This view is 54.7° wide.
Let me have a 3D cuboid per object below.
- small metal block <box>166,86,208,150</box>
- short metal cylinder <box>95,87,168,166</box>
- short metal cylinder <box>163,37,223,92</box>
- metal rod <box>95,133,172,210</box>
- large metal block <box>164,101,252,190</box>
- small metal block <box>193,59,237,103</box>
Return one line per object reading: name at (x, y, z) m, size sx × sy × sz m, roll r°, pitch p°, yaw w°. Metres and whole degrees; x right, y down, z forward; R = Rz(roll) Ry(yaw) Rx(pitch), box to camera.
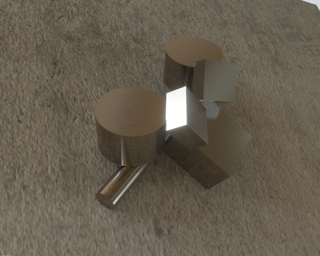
small metal block at (0.031, -0.010, 0.350) m, size 0.050 × 0.025 × 0.050 m, roll 40°, pitch 42°, yaw -45°
short metal cylinder at (-0.032, -0.003, 0.357) m, size 0.081 × 0.050 × 0.080 m, roll 3°, pitch 45°, yaw -3°
short metal cylinder at (0.047, -0.091, 0.453) m, size 0.081 × 0.050 × 0.080 m, roll 3°, pitch 45°, yaw -3°
metal rod at (0.019, -0.010, 0.423) m, size 0.025 × 0.025 × 0.301 m, roll 42°, pitch 51°, yaw 0°
large metal block at (0.063, 0.020, 0.411) m, size 0.080 × 0.050 × 0.080 m, roll 41°, pitch 51°, yaw 0°
small metal block at (0.071, -0.059, 0.401) m, size 0.050 × 0.025 × 0.050 m, roll 2°, pitch 91°, yaw -28°
